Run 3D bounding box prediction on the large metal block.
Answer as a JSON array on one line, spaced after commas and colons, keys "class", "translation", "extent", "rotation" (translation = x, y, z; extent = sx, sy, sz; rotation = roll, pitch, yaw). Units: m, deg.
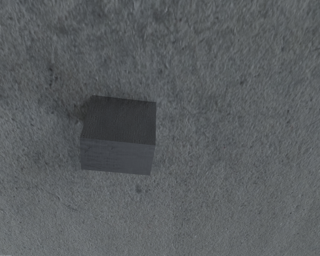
[{"class": "large metal block", "translation": [-0.048, 0.008, 0.377], "extent": [0.080, 0.080, 0.050], "rotation": [6, 130, -5]}]
